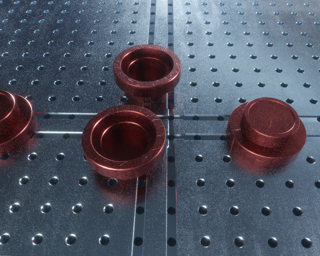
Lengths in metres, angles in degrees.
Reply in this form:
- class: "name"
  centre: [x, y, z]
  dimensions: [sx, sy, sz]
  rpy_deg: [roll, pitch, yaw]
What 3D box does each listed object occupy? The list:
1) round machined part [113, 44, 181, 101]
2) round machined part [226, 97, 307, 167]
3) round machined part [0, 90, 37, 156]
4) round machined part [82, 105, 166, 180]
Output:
- class: "round machined part"
  centre: [-0.019, -0.079, 0.463]
  dimensions: [0.099, 0.042, 0.098]
  rpy_deg: [0, 50, 0]
- class: "round machined part"
  centre: [0.138, -0.002, 0.399]
  dimensions: [0.099, 0.042, 0.098]
  rpy_deg: [0, 50, 0]
- class: "round machined part"
  centre: [-0.219, -0.012, 0.406]
  dimensions: [0.099, 0.042, 0.098]
  rpy_deg: [0, 50, 0]
- class: "round machined part"
  centre: [-0.042, 0.021, 0.379]
  dimensions: [0.099, 0.042, 0.098]
  rpy_deg: [0, 50, 0]
